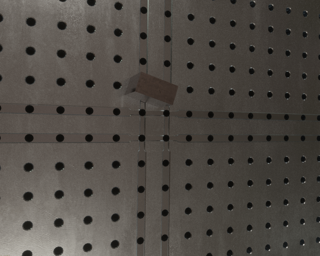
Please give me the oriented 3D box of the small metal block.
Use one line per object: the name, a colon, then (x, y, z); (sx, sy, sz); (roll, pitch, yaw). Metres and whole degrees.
small metal block: (-0.012, -0.047, 0.396); (0.050, 0.050, 0.025); (18, 84, -20)
